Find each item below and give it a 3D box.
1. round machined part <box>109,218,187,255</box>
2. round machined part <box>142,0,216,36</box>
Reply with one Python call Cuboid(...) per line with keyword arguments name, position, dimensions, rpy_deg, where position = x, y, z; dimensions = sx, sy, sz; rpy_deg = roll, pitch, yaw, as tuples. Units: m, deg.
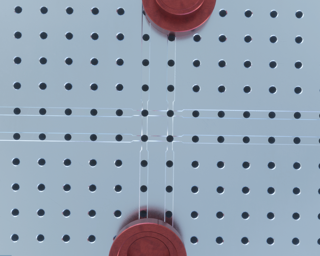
Cuboid(name="round machined part", position=(-0.015, 0.166, 0.405), dimensions=(0.099, 0.042, 0.097), rpy_deg=(0, 90, 0))
Cuboid(name="round machined part", position=(0.025, -0.174, 0.405), dimensions=(0.099, 0.042, 0.097), rpy_deg=(0, 90, 0))
